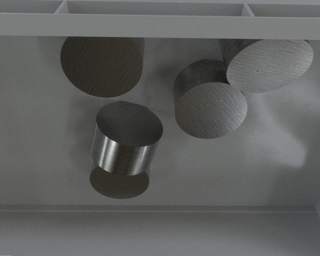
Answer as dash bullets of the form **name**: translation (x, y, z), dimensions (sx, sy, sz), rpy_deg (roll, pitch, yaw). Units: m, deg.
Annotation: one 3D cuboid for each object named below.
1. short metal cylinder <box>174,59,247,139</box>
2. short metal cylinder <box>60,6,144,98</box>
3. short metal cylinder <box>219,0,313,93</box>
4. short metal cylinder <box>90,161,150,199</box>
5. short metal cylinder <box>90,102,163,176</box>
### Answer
- **short metal cylinder**: translation (0.057, -0.033, 0.365), dimensions (0.081, 0.050, 0.079), rpy_deg (0, 130, 0)
- **short metal cylinder**: translation (-0.057, -0.079, 0.325), dimensions (0.081, 0.050, 0.079), rpy_deg (0, 130, 0)
- **short metal cylinder**: translation (0.103, -0.079, 0.311), dimensions (0.081, 0.050, 0.080), rpy_deg (-3, 149, -1)
- **short metal cylinder**: translation (-0.055, 0.056, 0.440), dimensions (0.081, 0.050, 0.079), rpy_deg (0, 130, 0)
- **short metal cylinder**: translation (-0.042, 0.012, 0.383), dimensions (0.081, 0.080, 0.050), rpy_deg (12, 129, -10)
